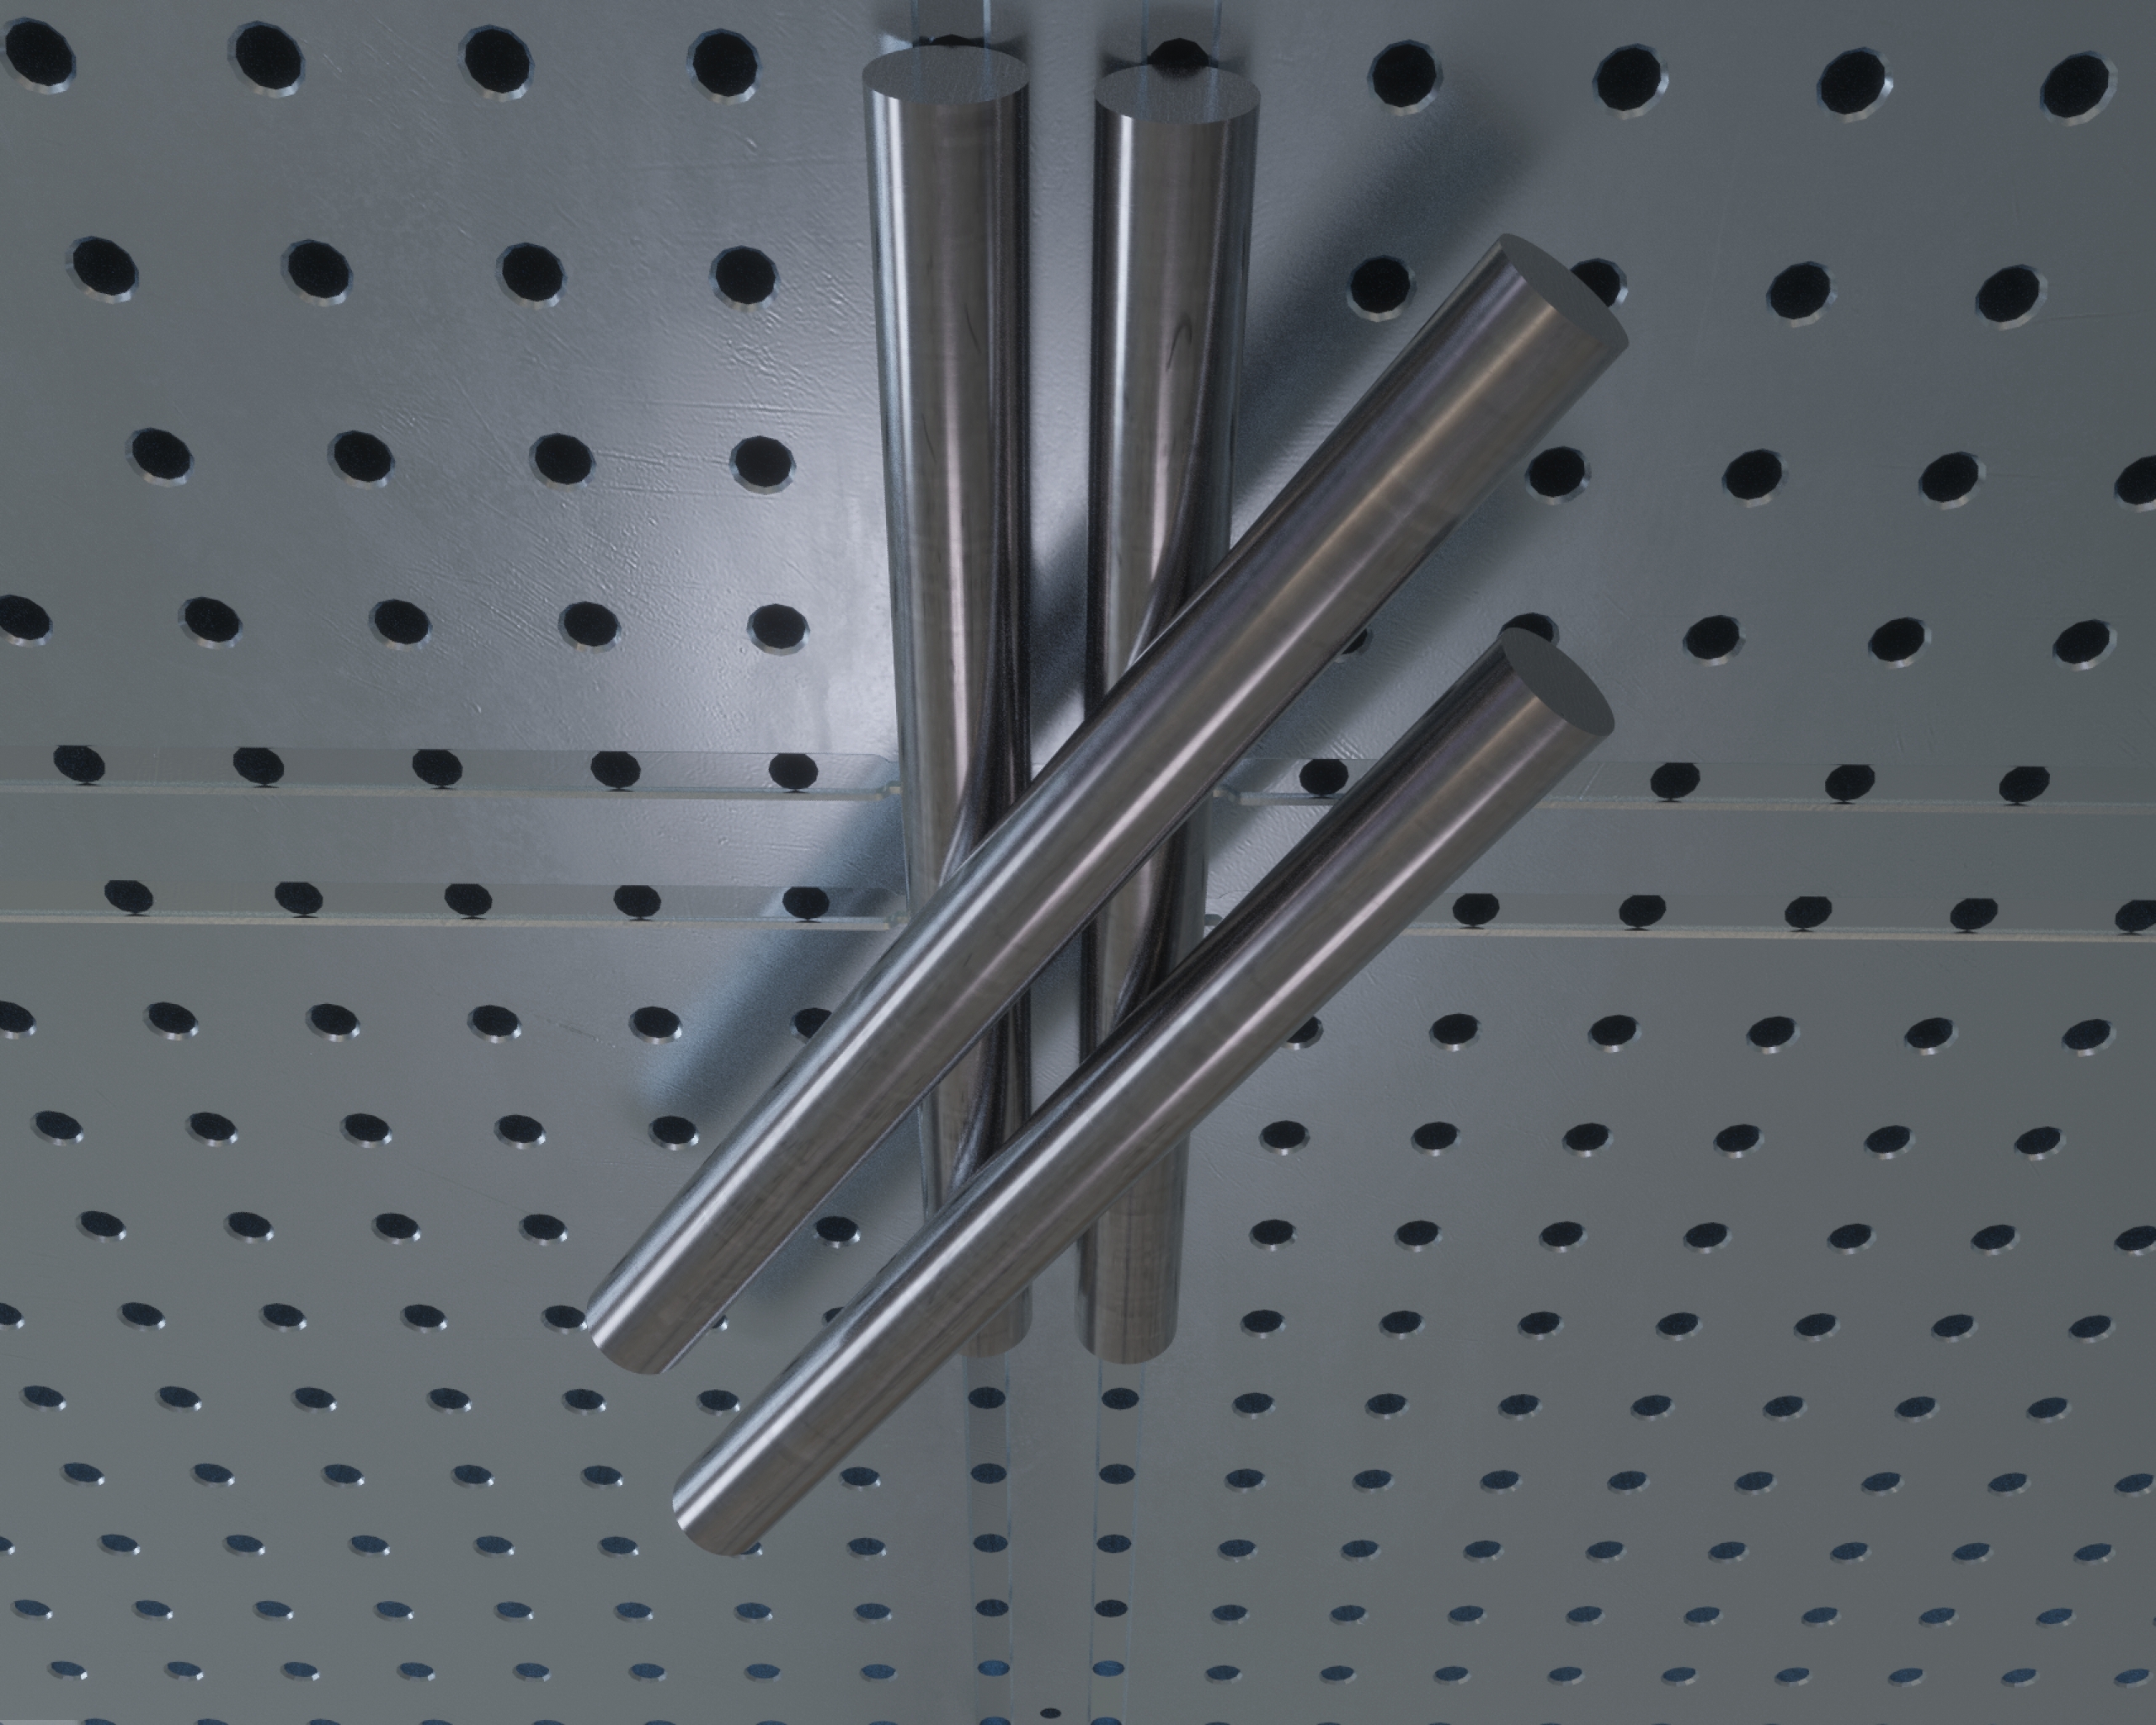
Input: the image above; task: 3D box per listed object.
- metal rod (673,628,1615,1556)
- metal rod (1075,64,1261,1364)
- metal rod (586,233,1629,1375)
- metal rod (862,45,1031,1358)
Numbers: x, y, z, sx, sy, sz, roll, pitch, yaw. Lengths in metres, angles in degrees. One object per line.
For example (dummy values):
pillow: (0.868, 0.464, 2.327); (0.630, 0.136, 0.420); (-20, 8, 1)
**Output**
metal rod: (-0.003, 0.064, 0.432); (0.025, 0.025, 0.299); (28, 125, -22)
metal rod: (0.013, -0.002, 0.410); (0.025, 0.025, 0.298); (0, 130, -1)
metal rod: (-0.013, 0.009, 0.387); (0.025, 0.025, 0.299); (28, 125, -22)
metal rod: (-0.022, -0.004, 0.408); (0.025, 0.025, 0.298); (0, 130, -1)
